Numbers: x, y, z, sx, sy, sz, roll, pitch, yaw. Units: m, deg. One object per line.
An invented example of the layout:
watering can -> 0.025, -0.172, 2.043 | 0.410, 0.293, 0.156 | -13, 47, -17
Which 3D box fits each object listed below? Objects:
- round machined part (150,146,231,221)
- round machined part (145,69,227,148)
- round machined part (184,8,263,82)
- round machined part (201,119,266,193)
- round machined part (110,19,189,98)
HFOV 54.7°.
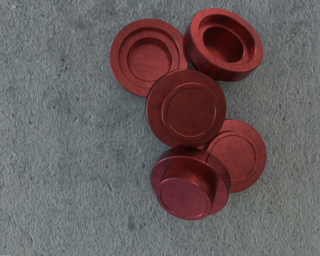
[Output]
round machined part -> 0.034, 0.074, 0.378 | 0.098, 0.042, 0.097 | 11, 125, 16
round machined part -> 0.033, -0.021, 0.370 | 0.099, 0.042, 0.097 | -2, 101, -8
round machined part -> 0.075, -0.099, 0.390 | 0.099, 0.042, 0.098 | 8, 63, -16
round machined part -> 0.090, 0.037, 0.404 | 0.099, 0.042, 0.097 | 0, 90, -1
round machined part -> -0.013, -0.087, 0.402 | 0.099, 0.042, 0.097 | 0, 90, -1
